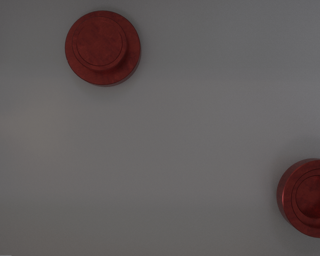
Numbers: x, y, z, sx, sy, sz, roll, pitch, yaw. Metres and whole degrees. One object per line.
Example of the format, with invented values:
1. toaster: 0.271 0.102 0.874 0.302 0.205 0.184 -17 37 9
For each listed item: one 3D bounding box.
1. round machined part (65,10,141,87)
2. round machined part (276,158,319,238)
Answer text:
1. round machined part: -0.075 -0.104 0.402 0.099 0.042 0.097 0 90 0
2. round machined part: 0.201 0.088 0.404 0.099 0.042 0.097 0 90 0
